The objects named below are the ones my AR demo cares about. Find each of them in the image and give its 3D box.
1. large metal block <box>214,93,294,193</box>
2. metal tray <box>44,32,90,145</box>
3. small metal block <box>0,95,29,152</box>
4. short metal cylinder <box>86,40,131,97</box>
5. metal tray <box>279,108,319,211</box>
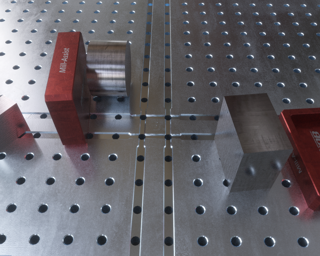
[{"bbox_3d":[0.102,0.018,0.359,0.050,0.080,0.080,-5,50,-4],"label":"large metal block"},{"bbox_3d":[-0.116,-0.054,0.408,0.030,0.089,0.130,-4,50,-3],"label":"metal tray"},{"bbox_3d":[-0.202,-0.005,0.393,0.025,0.050,0.050,28,55,21],"label":"small metal block"},{"bbox_3d":[-0.070,-0.085,0.442,0.050,0.080,0.080,1,50,0],"label":"short metal cylinder"},{"bbox_3d":[0.208,0.032,0.380,0.091,0.030,0.130,-3,50,-3],"label":"metal tray"}]
